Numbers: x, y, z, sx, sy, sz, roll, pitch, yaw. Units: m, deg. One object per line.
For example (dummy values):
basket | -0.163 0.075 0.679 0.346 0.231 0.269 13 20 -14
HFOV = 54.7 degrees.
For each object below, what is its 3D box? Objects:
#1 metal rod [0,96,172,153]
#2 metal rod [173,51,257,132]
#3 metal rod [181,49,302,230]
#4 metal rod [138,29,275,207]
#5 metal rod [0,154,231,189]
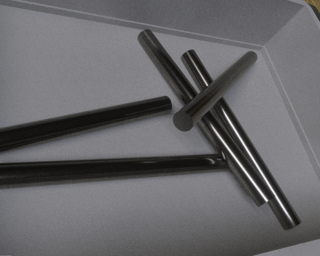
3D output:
metal rod | -0.112 0.000 0.346 0.303 0.025 0.025 -15 70 -34
metal rod | 0.098 -0.070 0.465 0.025 0.025 0.302 46 39 3
metal rod | 0.114 0.007 0.464 0.025 0.025 0.299 -17 71 -35
metal rod | 0.053 -0.027 0.431 0.025 0.025 0.299 -18 65 -35
metal rod | -0.023 0.047 0.365 0.303 0.025 0.025 0 62 -28
